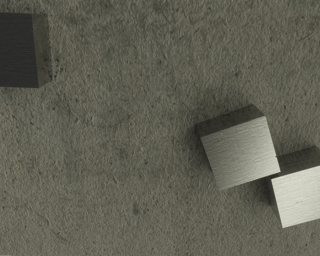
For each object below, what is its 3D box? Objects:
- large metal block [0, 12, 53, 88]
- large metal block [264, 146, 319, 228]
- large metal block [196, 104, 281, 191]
[{"bbox_3d":[-0.176,-0.092,0.361,0.081,0.050,0.079,2,110,-1],"label":"large metal block"},{"bbox_3d":[0.193,0.080,0.428,0.080,0.050,0.080,-17,109,6],"label":"large metal block"},{"bbox_3d":[0.101,0.025,0.406,0.080,0.050,0.080,-19,109,7],"label":"large metal block"}]
